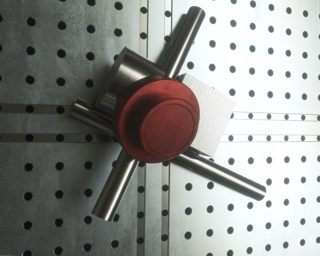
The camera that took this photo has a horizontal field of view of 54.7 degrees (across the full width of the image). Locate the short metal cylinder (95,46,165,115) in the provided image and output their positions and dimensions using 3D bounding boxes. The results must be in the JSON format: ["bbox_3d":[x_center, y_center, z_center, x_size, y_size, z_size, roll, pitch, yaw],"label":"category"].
[{"bbox_3d":[-0.037,-0.049,0.370,0.050,0.080,0.080,26,81,-19],"label":"short metal cylinder"}]

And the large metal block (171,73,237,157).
[{"bbox_3d":[0.042,-0.016,0.412,0.080,0.050,0.080,27,81,-18],"label":"large metal block"}]

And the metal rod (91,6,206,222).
[{"bbox_3d":[-0.007,-0.030,0.390,0.025,0.025,0.300,30,73,-18],"label":"metal rod"}]

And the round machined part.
[{"bbox_3d":[0.002,-0.005,0.335,0.099,0.042,0.097,-10,114,-24],"label":"round machined part"}]

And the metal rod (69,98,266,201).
[{"bbox_3d":[0.024,0.037,0.422,0.302,0.025,0.025,26,81,-19],"label":"metal rod"}]
